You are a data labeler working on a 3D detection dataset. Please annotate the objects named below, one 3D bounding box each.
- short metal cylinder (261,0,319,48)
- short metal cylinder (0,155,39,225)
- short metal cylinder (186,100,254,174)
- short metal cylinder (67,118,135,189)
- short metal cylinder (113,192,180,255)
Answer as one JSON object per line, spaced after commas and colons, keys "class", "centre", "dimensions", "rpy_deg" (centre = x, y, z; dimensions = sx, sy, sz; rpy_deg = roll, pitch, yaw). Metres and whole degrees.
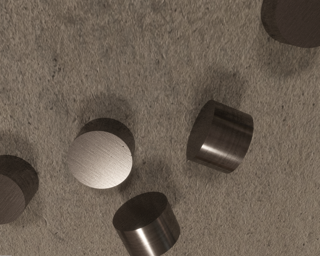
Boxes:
{"class": "short metal cylinder", "centre": [0.162, -0.134, 0.350], "dimensions": [0.081, 0.050, 0.079], "rpy_deg": [0, 110, -1]}
{"class": "short metal cylinder", "centre": [-0.216, 0.083, 0.424], "dimensions": [0.081, 0.050, 0.079], "rpy_deg": [0, 110, -1]}
{"class": "short metal cylinder", "centre": [0.072, 0.011, 0.386], "dimensions": [0.050, 0.080, 0.079], "rpy_deg": [21, 109, -8]}
{"class": "short metal cylinder", "centre": [-0.075, 0.032, 0.407], "dimensions": [0.081, 0.050, 0.079], "rpy_deg": [0, 110, -1]}
{"class": "short metal cylinder", "centre": [-0.018, 0.133, 0.429], "dimensions": [0.080, 0.080, 0.050], "rpy_deg": [-20, 109, 7]}
